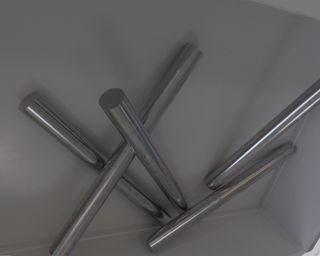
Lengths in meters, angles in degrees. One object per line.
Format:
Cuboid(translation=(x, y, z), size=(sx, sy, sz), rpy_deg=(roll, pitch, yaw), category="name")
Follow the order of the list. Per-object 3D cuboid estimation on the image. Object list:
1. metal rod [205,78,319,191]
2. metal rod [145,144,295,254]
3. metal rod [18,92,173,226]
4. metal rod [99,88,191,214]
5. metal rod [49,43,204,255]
Cuboid(translation=(0.165, -0.002, 0.433), size=(0.025, 0.025, 0.298), rpy_deg=(14, 131, -34), category="metal rod")
Cuboid(translation=(0.108, 0.106, 0.507), size=(0.302, 0.025, 0.025), rpy_deg=(-28, 129, -21), category="metal rod")
Cuboid(translation=(-0.063, 0.063, 0.412), size=(0.025, 0.025, 0.300), rpy_deg=(-40, 130, -1), category="metal rod")
Cuboid(translation=(-0.001, 0.055, 0.399), size=(0.025, 0.025, 0.299), rpy_deg=(-35, 142, -5), category="metal rod")
Cuboid(translation=(-0.042, 0.030, 0.377), size=(0.025, 0.025, 0.299), rpy_deg=(33, 92, -38), category="metal rod")
